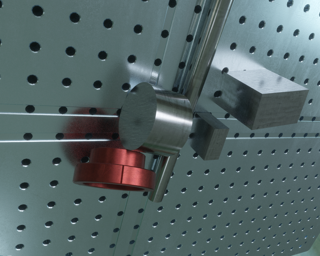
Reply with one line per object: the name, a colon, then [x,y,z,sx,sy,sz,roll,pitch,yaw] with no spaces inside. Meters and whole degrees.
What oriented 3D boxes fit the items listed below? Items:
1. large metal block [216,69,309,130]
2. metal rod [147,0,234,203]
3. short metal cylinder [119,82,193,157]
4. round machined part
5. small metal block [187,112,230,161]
large metal block: [0.138,-0.043,0.427,0.081,0.080,0.050,-7,122,-25]
metal rod: [0.034,-0.025,0.416,0.025,0.025,0.298,3,117,-30]
short metal cylinder: [-0.007,-0.009,0.368,0.050,0.080,0.080,14,111,-34]
round machined part: [-0.054,0.051,0.380,0.099,0.098,0.042,17,70,-35]
small metal block: [0.067,0.011,0.440,0.025,0.050,0.050,-1,119,-29]
